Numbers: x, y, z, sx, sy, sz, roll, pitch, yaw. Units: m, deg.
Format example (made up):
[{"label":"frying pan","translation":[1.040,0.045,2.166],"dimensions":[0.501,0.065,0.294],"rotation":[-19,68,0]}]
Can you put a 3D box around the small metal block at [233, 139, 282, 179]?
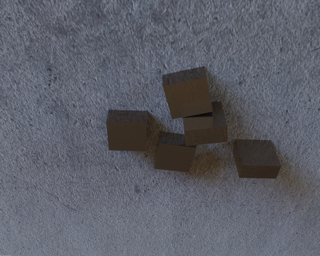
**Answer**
[{"label":"small metal block","translation":[0.132,0.042,0.428],"dimensions":[0.050,0.050,0.025],"rotation":[2,130,-2]}]

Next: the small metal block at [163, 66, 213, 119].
[{"label":"small metal block","translation":[0.033,-0.042,0.372],"dimensions":[0.050,0.025,0.050],"rotation":[-11,130,9]}]

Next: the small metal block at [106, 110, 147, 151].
[{"label":"small metal block","translation":[-0.043,0.004,0.410],"dimensions":[0.050,0.025,0.050],"rotation":[1,130,-2]}]

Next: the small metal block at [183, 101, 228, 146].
[{"label":"small metal block","translation":[0.055,-0.006,0.386],"dimensions":[0.050,0.050,0.025],"rotation":[-6,130,5]}]

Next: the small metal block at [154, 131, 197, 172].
[{"label":"small metal block","translation":[0.020,0.034,0.436],"dimensions":[0.050,0.025,0.050],"rotation":[7,130,-6]}]
